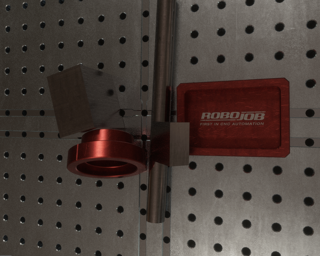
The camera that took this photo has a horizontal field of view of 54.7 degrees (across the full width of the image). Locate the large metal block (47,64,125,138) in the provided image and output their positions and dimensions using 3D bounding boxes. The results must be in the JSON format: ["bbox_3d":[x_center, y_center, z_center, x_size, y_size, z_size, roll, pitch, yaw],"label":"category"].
[{"bbox_3d":[-0.096,-0.032,0.416,0.050,0.080,0.080,-16,84,19],"label":"large metal block"}]

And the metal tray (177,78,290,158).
[{"bbox_3d":[0.087,-0.011,0.378,0.130,0.030,0.089,0,90,19],"label":"metal tray"}]

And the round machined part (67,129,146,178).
[{"bbox_3d":[-0.068,0.033,0.401,0.098,0.098,0.042,-11,65,19],"label":"round machined part"}]

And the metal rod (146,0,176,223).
[{"bbox_3d":[0.002,-0.026,0.411,0.025,0.025,0.298,3,91,19],"label":"metal rod"}]

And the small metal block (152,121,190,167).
[{"bbox_3d":[0.012,0.017,0.375,0.025,0.050,0.050,0,93,-25],"label":"small metal block"}]
